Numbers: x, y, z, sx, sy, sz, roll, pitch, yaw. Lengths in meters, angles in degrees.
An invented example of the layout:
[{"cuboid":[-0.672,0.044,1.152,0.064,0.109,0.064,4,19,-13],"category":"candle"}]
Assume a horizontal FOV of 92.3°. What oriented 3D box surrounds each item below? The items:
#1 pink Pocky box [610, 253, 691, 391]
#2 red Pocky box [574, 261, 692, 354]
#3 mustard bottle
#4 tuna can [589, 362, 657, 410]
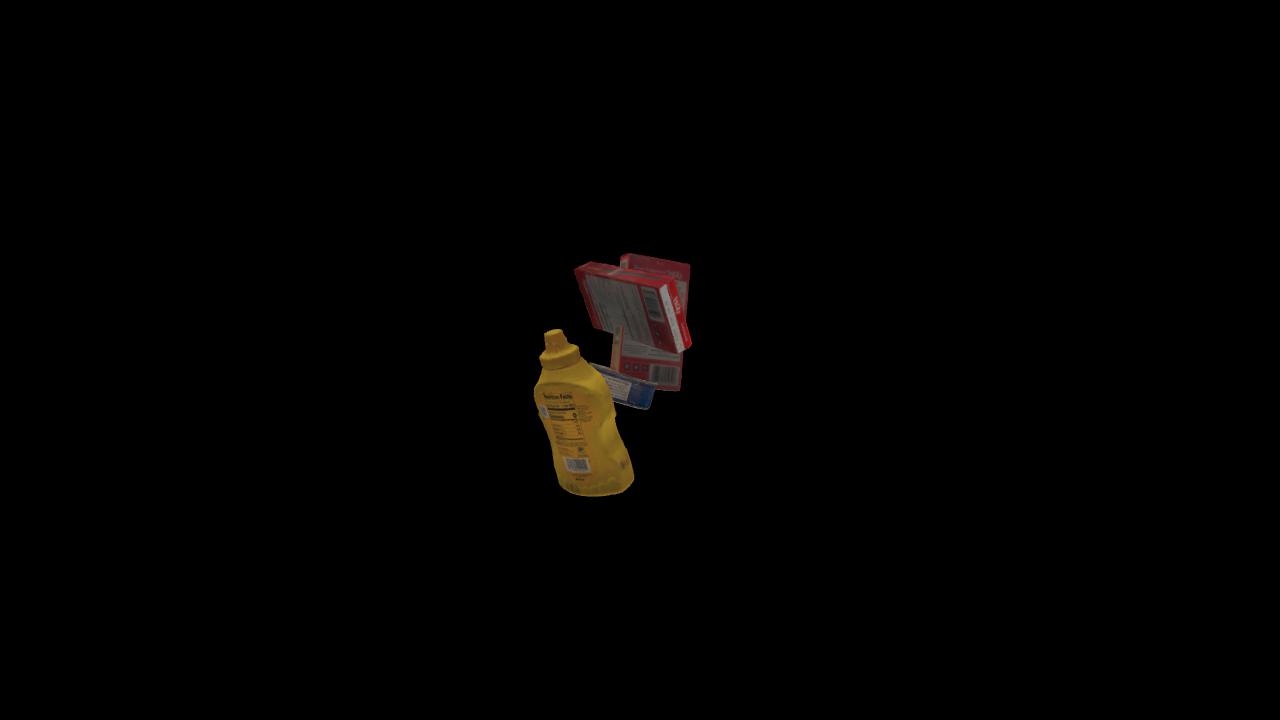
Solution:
[{"cuboid":[0.012,-0.043,0.727,0.084,0.155,0.029,6,-1,-27],"category":"pink Pocky box"},{"cuboid":[-0.011,-0.062,0.687,0.028,0.083,0.155,-35,34,-28],"category":"red Pocky box"},{"cuboid":[-0.068,0.054,0.652,0.092,0.184,0.054,0,23,37],"category":"mustard bottle"},{"cuboid":[-0.024,0.031,0.720,0.084,0.034,0.084,17,0,0],"category":"tuna can"}]
